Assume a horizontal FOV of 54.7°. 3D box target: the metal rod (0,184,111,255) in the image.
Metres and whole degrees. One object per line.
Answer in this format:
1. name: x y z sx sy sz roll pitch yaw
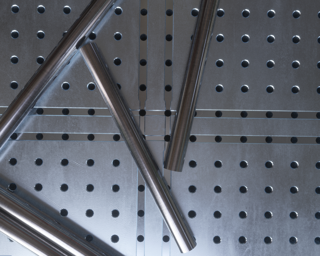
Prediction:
1. metal rod: -0.122 0.149 0.411 0.301 0.025 0.025 33 90 -1

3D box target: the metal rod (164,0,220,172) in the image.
1. metal rod: 0.049 -0.090 0.413 0.025 0.025 0.298 13 90 -1

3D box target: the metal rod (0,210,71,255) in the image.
1. metal rod: -0.157 0.158 0.411 0.301 0.025 0.025 33 90 -1

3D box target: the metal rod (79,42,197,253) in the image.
1. metal rod: -0.029 0.026 0.413 0.025 0.025 0.299 -27 90 0

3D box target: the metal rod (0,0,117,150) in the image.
1. metal rod: -0.145 -0.078 0.411 0.025 0.025 0.300 38 90 -1
